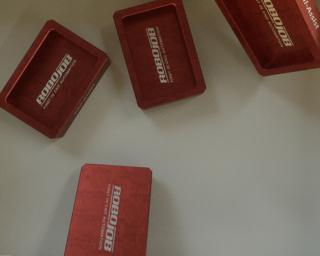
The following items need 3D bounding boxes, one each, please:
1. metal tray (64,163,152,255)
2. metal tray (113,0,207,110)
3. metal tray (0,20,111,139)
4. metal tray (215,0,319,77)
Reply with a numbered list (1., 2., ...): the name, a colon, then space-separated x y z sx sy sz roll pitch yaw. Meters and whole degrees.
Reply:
1. metal tray: -0.059 0.111 0.379 0.091 0.030 0.130 4 61 0
2. metal tray: 0.000 -0.097 0.408 0.090 0.030 0.129 -16 90 0
3. metal tray: -0.138 -0.062 0.407 0.090 0.030 0.130 33 90 0
4. metal tray: 0.129 -0.123 0.356 0.030 0.090 0.130 -49 114 -22
